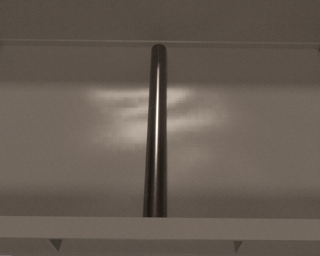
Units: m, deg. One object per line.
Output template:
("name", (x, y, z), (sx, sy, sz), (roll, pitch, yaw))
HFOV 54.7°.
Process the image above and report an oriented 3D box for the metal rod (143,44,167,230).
("metal rod", (-0.004, -0.014, 0.416), (0.025, 0.025, 0.300), (1, 50, 0))
